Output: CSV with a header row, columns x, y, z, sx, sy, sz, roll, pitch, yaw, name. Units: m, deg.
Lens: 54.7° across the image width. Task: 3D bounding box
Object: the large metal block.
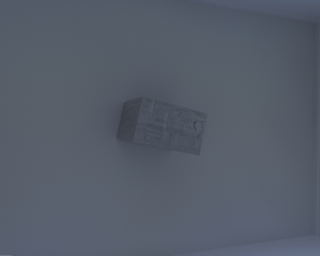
x,y,z,sx,sy,sz,roll,pitch,yaw,name
-0.001,-0.001,0.380,0.081,0.080,0.050,13,86,-20,large metal block
